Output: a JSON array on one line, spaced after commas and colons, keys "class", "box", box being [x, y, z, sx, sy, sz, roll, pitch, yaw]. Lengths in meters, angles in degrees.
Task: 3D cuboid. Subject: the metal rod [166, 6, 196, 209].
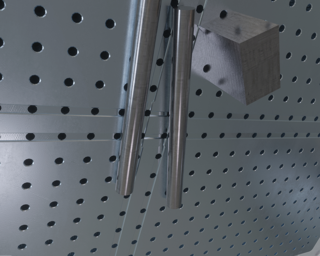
[{"class": "metal rod", "box": [0.024, -0.006, 0.420, 0.025, 0.025, 0.298, -13, 124, -22]}]

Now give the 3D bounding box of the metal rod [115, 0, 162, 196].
[{"class": "metal rod", "box": [-0.027, -0.043, 0.369, 0.025, 0.025, 0.298, -5, 121, -26]}]

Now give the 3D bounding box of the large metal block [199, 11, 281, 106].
[{"class": "large metal block", "box": [0.096, -0.086, 0.375, 0.050, 0.080, 0.080, -27, 128, -11]}]
